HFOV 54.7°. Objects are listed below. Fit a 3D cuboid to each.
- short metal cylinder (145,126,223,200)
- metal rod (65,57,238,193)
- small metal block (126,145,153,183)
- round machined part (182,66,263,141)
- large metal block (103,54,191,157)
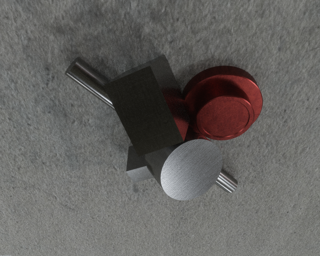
[{"bbox_3d":[0.028,0.040,0.378,0.081,0.050,0.079,-10,115,-21],"label":"short metal cylinder"},{"bbox_3d":[0.006,0.010,0.418,0.025,0.025,0.301,-37,122,27],"label":"metal rod"},{"bbox_3d":[-0.017,0.043,0.430,0.050,0.050,0.025,-17,128,13],"label":"small metal block"},{"bbox_3d":[0.076,-0.023,0.378,0.099,0.042,0.097,-1,130,0],"label":"round machined part"},{"bbox_3d":[-0.008,-0.028,0.335,0.050,0.080,0.080,-20,106,17],"label":"large metal block"}]
